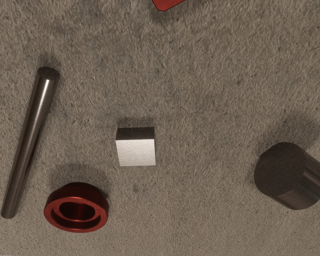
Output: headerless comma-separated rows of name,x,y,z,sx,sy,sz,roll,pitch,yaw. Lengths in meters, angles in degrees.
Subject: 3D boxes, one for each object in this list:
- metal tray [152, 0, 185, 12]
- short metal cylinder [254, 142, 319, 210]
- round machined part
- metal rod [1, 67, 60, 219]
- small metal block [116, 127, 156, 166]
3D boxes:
metal tray,0.035,-0.170,0.259,0.130,0.030,0.090,-23,127,17
short metal cylinder,0.180,0.067,0.431,0.050,0.080,0.080,32,123,-24
round machined part,-0.132,0.125,0.501,0.099,0.042,0.097,-1,130,0
metal rod,-0.191,0.041,0.438,0.025,0.025,0.298,20,127,-17
small metal block,-0.032,0.026,0.429,0.050,0.025,0.050,-2,130,1
